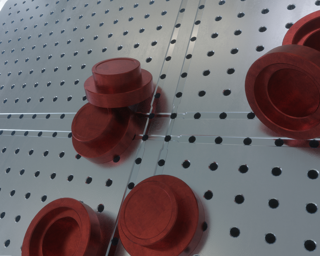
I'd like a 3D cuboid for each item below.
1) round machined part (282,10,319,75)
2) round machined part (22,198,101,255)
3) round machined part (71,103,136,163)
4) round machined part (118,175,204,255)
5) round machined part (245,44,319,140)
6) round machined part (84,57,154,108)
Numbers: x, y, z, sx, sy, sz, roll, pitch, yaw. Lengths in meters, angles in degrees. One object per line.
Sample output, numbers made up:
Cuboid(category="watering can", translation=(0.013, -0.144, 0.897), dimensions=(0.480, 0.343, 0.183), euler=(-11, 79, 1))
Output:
Cuboid(category="round machined part", translation=(0.192, -0.085, 0.349), dimensions=(0.098, 0.042, 0.098), euler=(-13, 56, 21))
Cuboid(category="round machined part", translation=(-0.113, 0.138, 0.373), dimensions=(0.098, 0.042, 0.098), euler=(-13, 56, 21))
Cuboid(category="round machined part", translation=(-0.087, -0.003, 0.446), dimensions=(0.098, 0.042, 0.098), euler=(-13, 56, 21))
Cuboid(category="round machined part", translation=(-0.005, 0.097, 0.341), dimensions=(0.098, 0.042, 0.098), euler=(-13, 56, 21))
Cuboid(category="round machined part", translation=(0.141, -0.040, 0.319), dimensions=(0.042, 0.098, 0.098), euler=(-36, 46, -28))
Cuboid(category="round machined part", translation=(-0.060, -0.070, 0.444), dimensions=(0.098, 0.042, 0.098), euler=(-4, 32, 2))
